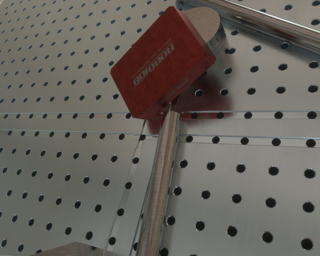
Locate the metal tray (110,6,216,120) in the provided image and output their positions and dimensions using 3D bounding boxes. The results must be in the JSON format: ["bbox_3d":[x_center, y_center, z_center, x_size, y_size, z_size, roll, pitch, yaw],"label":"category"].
[{"bbox_3d":[-0.001,-0.083,0.413,0.130,0.030,0.090,-40,64,26],"label":"metal tray"}]

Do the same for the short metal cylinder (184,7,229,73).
[{"bbox_3d":[0.053,-0.123,0.439,0.080,0.050,0.080,-13,56,20],"label":"short metal cylinder"}]

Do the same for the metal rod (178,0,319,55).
[{"bbox_3d":[0.117,-0.163,0.445,0.025,0.025,0.300,-47,52,-5],"label":"metal rod"}]

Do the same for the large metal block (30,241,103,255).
[{"bbox_3d":[-0.109,0.179,0.338,0.080,0.050,0.080,-21,54,15],"label":"large metal block"}]

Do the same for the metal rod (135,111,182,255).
[{"bbox_3d":[-0.009,0.115,0.341,0.025,0.025,0.299,-3,60,26],"label":"metal rod"}]
